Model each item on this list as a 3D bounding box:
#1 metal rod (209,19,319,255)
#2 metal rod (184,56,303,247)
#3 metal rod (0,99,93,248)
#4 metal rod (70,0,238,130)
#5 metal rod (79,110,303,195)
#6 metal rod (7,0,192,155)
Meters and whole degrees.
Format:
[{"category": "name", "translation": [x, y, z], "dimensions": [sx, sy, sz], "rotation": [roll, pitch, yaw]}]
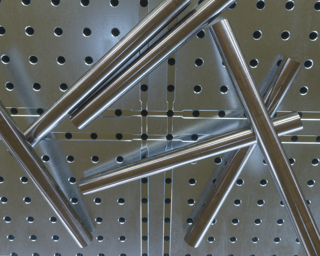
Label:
[{"category": "metal rod", "translation": [0.127, 0.015, 0.361], "dimensions": [0.025, 0.025, 0.299], "rotation": [-23, 87, 8]}, {"category": "metal rod", "translation": [0.107, 0.045, 0.430], "dimensions": [0.025, 0.025, 0.298], "rotation": [22, 109, -8]}, {"category": "metal rod", "translation": [-0.166, 0.051, 0.408], "dimensions": [0.025, 0.025, 0.299], "rotation": [-19, 118, 7]}, {"category": "metal rod", "translation": [0.006, -0.098, 0.377], "dimensions": [0.300, 0.025, 0.025], "rotation": [-38, 106, 12]}, {"category": "metal rod", "translation": [0.030, 0.037, 0.411], "dimensions": [0.301, 0.025, 0.025], "rotation": [-19, 109, 13]}, {"category": "metal rod", "translation": [-0.085, -0.061, 0.390], "dimensions": [0.300, 0.025, 0.025], "rotation": [-39, 106, 13]}]
